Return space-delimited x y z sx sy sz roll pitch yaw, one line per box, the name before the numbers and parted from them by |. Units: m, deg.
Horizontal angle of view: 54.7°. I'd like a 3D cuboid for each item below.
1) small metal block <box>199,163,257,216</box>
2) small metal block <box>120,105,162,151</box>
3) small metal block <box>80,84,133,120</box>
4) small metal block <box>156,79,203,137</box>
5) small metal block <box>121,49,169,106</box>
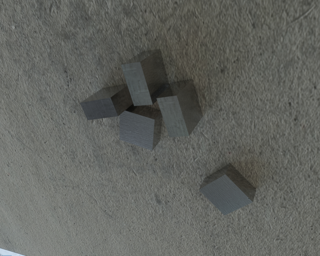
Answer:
small metal block | 0.089 0.082 0.410 0.050 0.025 0.050 45 129 -4
small metal block | -0.026 -0.003 0.419 0.050 0.025 0.050 17 126 17
small metal block | -0.066 -0.035 0.404 0.050 0.050 0.025 -6 115 31
small metal block | 0.025 -0.024 0.363 0.025 0.050 0.050 -5 116 30
small metal block | -0.015 -0.060 0.362 0.025 0.050 0.050 -2 118 29
